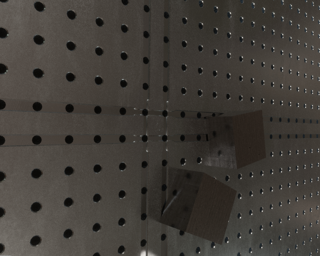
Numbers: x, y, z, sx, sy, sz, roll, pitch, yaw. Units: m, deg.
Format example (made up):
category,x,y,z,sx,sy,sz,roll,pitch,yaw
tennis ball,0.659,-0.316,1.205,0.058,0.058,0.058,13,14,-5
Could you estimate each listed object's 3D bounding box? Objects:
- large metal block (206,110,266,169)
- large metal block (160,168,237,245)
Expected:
category,x,y,z,sx,sy,sz,roll,pitch,yaw
large metal block,0.124,0.016,0.500,0.081,0.050,0.079,-12,98,-40
large metal block,0.057,0.112,0.443,0.080,0.050,0.080,32,70,-36
